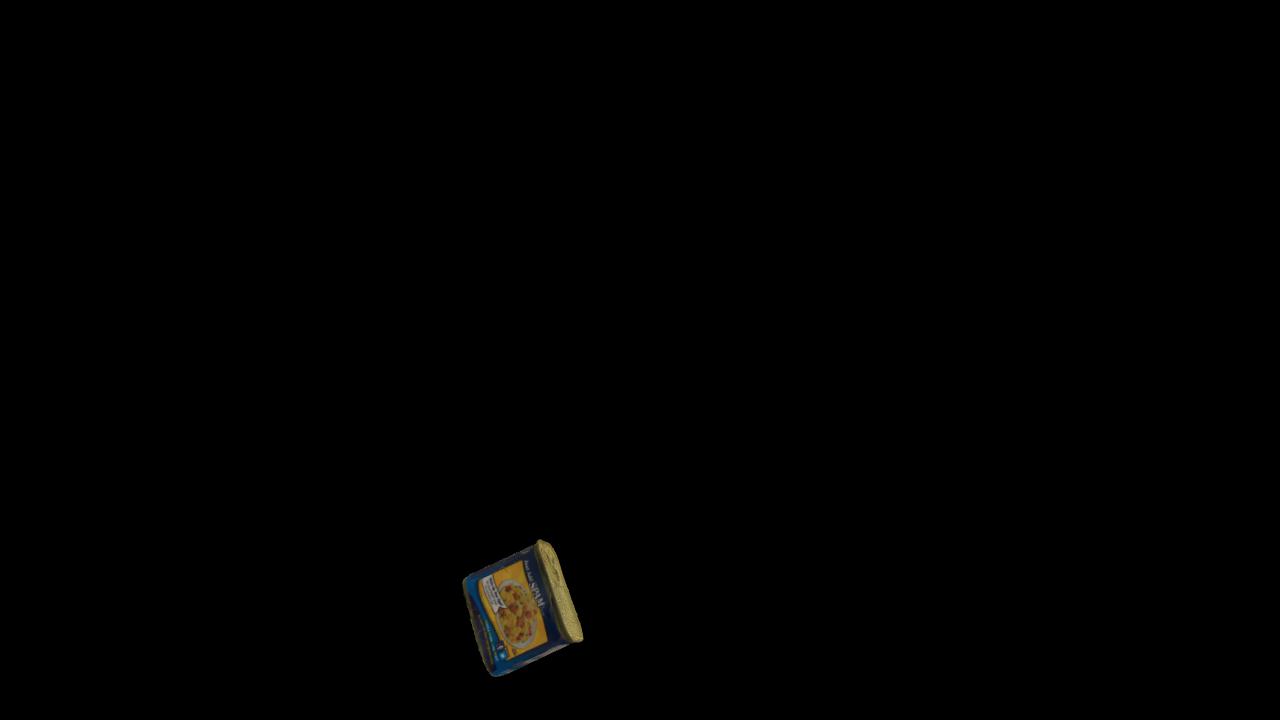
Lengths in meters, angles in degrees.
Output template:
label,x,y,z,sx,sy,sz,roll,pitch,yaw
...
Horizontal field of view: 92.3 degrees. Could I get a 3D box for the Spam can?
label,x,y,z,sx,sy,sz,roll,pitch,yaw
Spam can,-0.114,0.240,0.595,0.085,0.101,0.058,-25,-27,-1
